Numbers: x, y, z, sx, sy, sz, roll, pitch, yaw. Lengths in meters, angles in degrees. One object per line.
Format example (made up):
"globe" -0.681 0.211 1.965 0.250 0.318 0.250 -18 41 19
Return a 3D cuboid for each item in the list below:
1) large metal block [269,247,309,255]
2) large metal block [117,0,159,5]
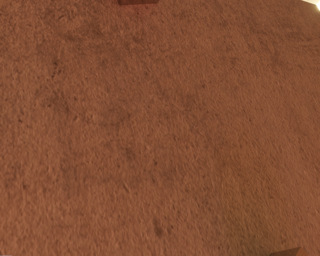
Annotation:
"large metal block" 0.152 0.198 0.351 0.081 0.050 0.080 -32 80 -38
"large metal block" -0.030 -0.252 0.508 0.081 0.080 0.050 -20 73 -36
